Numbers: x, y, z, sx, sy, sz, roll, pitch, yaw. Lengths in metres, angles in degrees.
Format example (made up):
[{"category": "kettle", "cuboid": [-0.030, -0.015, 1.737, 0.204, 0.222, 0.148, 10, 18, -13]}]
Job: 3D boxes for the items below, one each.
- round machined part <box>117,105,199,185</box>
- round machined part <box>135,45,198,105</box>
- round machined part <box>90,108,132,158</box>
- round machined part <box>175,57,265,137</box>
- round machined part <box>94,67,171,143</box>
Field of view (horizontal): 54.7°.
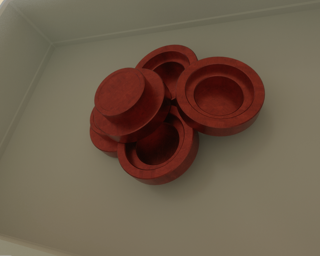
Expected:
[{"category": "round machined part", "cuboid": [0.001, 0.023, 0.376, 0.098, 0.042, 0.098, -13, 56, 20]}, {"category": "round machined part", "cuboid": [0.012, -0.063, 0.424, 0.098, 0.042, 0.098, -13, 56, 20]}, {"category": "round machined part", "cuboid": [-0.056, -0.012, 0.426, 0.098, 0.042, 0.098, -13, 56, 20]}, {"category": "round machined part", "cuboid": [0.068, -0.033, 0.363, 0.099, 0.042, 0.098, -2, 61, 3]}, {"category": "round machined part", "cuboid": [-0.040, -0.034, 0.377, 0.098, 0.042, 0.098, -13, 56, 20]}]
